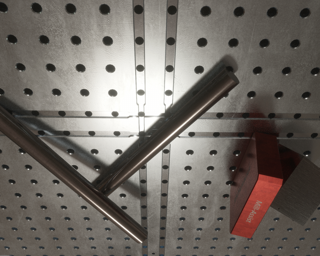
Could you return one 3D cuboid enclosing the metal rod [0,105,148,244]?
[{"bbox_3d":[-0.122,0.078,0.451,0.025,0.025,0.300,-31,117,23],"label":"metal rod"}]

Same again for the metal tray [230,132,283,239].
[{"bbox_3d":[0.131,0.082,0.437,0.030,0.090,0.129,12,130,4],"label":"metal tray"}]

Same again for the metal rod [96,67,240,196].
[{"bbox_3d":[-0.012,0.027,0.434,0.025,0.025,0.299,32,123,-25],"label":"metal rod"}]

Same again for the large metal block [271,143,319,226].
[{"bbox_3d":[0.189,0.082,0.447,0.080,0.050,0.080,32,94,-25],"label":"large metal block"}]
